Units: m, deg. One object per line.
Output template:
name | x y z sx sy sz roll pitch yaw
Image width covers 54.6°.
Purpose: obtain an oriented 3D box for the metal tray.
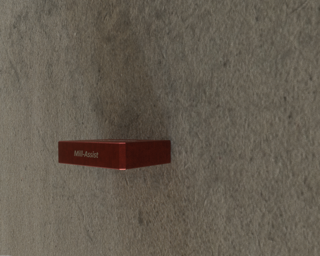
metal tray | -0.062 0.032 0.414 0.130 0.091 0.030 -1 90 40
